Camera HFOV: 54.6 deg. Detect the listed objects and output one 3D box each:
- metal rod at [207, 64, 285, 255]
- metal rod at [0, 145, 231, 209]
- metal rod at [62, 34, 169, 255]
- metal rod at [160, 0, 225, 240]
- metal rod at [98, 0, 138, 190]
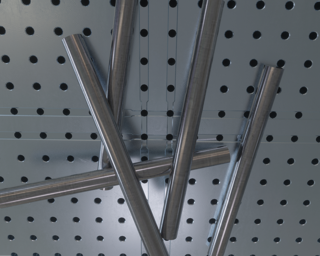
[{"bbox_3d":[0.114,0.061,0.436,0.025,0.025,0.298,10,110,-4],"label":"metal rod"},{"bbox_3d":[-0.055,0.063,0.411,0.302,0.025,0.025,-10,110,-6],"label":"metal rod"},{"bbox_3d":[-0.053,0.031,0.384,0.025,0.025,0.299,-21,94,7],"label":"metal rod"},{"bbox_3d":[0.036,-0.003,0.385,0.025,0.025,0.298,10,100,-4],"label":"metal rod"},{"bbox_3d":[-0.055,-0.056,0.392,0.025,0.025,0.298,9,110,-3],"label":"metal rod"}]
